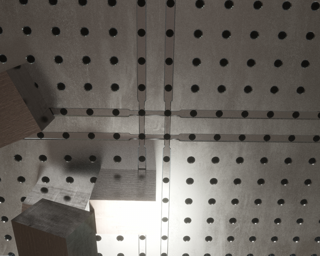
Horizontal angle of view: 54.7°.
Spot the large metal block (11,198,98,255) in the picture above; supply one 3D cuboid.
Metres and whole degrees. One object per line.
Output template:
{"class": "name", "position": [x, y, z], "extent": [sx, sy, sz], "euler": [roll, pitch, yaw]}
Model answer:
{"class": "large metal block", "position": [-0.127, 0.142, 0.382], "extent": [0.080, 0.050, 0.079], "euler": [8, 112, 23]}

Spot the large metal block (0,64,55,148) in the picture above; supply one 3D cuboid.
{"class": "large metal block", "position": [-0.195, -0.025, 0.388], "extent": [0.080, 0.050, 0.080], "euler": [-21, 109, 7]}

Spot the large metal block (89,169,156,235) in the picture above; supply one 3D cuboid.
{"class": "large metal block", "position": [-0.046, 0.097, 0.419], "extent": [0.081, 0.080, 0.050], "euler": [2, 110, -1]}

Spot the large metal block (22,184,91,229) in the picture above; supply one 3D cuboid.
{"class": "large metal block", "position": [-0.151, 0.135, 0.448], "extent": [0.081, 0.050, 0.079], "euler": [12, 110, -5]}
